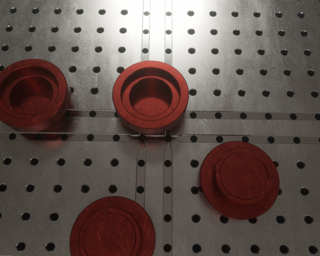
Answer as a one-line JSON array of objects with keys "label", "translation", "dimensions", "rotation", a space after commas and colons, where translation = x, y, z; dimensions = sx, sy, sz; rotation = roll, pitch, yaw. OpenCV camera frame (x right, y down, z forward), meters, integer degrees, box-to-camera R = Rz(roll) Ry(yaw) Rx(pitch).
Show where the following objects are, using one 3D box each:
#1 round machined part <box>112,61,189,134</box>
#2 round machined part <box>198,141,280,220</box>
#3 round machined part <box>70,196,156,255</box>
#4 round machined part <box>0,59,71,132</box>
[{"label": "round machined part", "translation": [-0.012, -0.038, 0.416], "dimensions": [0.099, 0.042, 0.098], "rotation": [0, 70, -1]}, {"label": "round machined part", "translation": [0.098, 0.062, 0.381], "dimensions": [0.099, 0.042, 0.098], "rotation": [0, 70, -1]}, {"label": "round machined part", "translation": [-0.055, 0.128, 0.355], "dimensions": [0.099, 0.042, 0.098], "rotation": [0, 70, -1]}, {"label": "round machined part", "translation": [-0.169, -0.040, 0.415], "dimensions": [0.099, 0.042, 0.098], "rotation": [0, 70, -1]}]
